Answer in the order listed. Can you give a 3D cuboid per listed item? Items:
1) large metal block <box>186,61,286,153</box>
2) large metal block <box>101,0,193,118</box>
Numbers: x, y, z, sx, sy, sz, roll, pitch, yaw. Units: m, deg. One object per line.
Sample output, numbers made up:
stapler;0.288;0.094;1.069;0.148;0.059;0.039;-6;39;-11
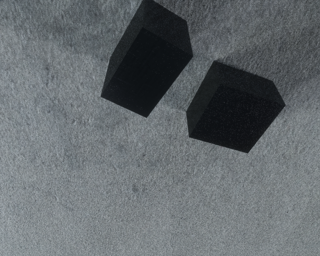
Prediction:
large metal block;0.086;-0.023;0.373;0.081;0.050;0.079;16;128;-14
large metal block;-0.014;-0.071;0.310;0.050;0.080;0.080;25;126;-20
